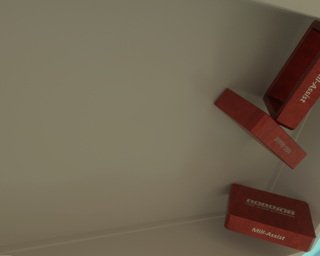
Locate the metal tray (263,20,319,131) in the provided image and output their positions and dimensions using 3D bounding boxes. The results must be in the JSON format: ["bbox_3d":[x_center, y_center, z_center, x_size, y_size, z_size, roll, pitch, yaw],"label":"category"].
[{"bbox_3d":[0.192,-0.071,0.413,0.030,0.090,0.129,25,117,-4],"label":"metal tray"}]

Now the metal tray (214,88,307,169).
[{"bbox_3d":[0.145,0.002,0.446,0.130,0.090,0.030,33,100,-38],"label":"metal tray"}]

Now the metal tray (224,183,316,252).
[{"bbox_3d":[0.177,0.143,0.509,0.131,0.090,0.030,13,116,11],"label":"metal tray"}]
